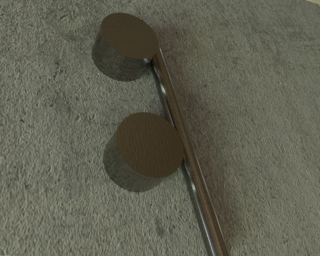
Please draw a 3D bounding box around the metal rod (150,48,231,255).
[{"bbox_3d":[0.031,0.019,0.408,0.025,0.025,0.299,-2,63,-29],"label":"metal rod"}]

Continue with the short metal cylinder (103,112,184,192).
[{"bbox_3d":[-0.020,0.029,0.360,0.081,0.050,0.080,14,56,-21],"label":"short metal cylinder"}]

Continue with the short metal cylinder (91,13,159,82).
[{"bbox_3d":[-0.049,-0.111,0.429,0.081,0.050,0.080,14,56,-21],"label":"short metal cylinder"}]
